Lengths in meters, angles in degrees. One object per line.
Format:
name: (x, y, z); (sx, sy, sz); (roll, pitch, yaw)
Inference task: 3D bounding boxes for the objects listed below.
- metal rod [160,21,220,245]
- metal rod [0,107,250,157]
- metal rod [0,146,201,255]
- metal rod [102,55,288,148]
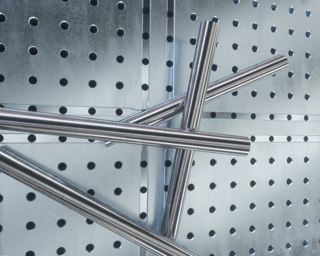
metal rod: (0.036, 0.014, 0.404); (0.025, 0.025, 0.298); (9, 95, -20)
metal rod: (-0.040, 0.006, 0.366); (0.302, 0.025, 0.025); (7, 88, -9)
metal rod: (-0.058, 0.109, 0.373); (0.301, 0.025, 0.025); (32, 80, -11)
metal rod: (0.059, -0.044, 0.433); (0.302, 0.025, 0.025); (-24, 98, -19)
